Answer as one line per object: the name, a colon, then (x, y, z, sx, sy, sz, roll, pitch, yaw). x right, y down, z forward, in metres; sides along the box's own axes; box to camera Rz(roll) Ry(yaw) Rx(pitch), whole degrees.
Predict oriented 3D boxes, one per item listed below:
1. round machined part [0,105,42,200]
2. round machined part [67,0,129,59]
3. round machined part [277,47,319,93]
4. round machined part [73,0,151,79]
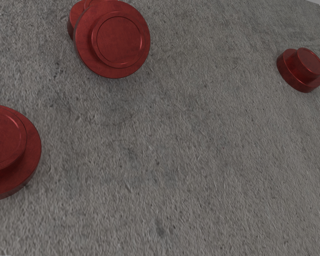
round machined part: (-0.165, 0.017, 0.294, 0.099, 0.042, 0.098, 14, 56, -21)
round machined part: (-0.078, -0.149, 0.442, 0.099, 0.042, 0.098, 14, 56, -21)
round machined part: (0.288, -0.122, 0.622, 0.099, 0.042, 0.098, 14, 56, -21)
round machined part: (-0.057, -0.112, 0.395, 0.099, 0.042, 0.097, -7, 108, -23)
